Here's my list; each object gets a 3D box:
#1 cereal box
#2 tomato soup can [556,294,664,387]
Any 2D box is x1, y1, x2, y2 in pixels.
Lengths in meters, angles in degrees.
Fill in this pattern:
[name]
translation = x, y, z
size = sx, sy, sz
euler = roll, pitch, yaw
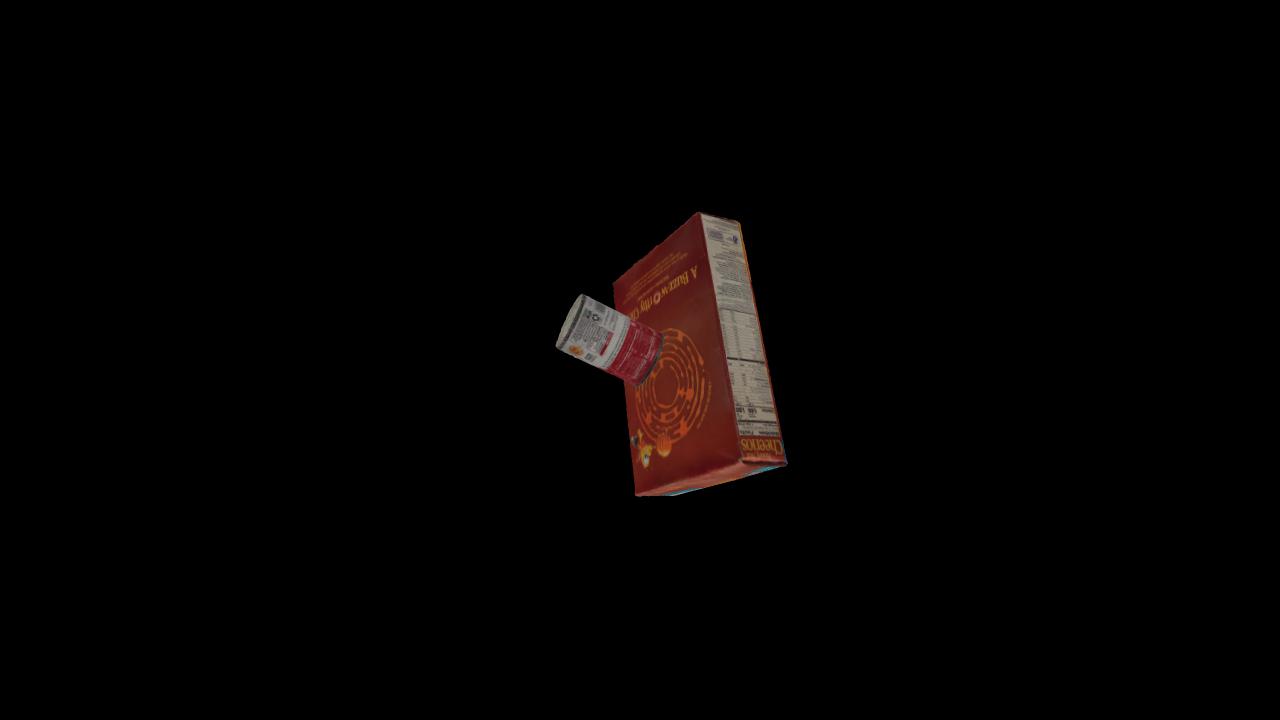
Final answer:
[cereal box]
translation = 0.059, 0.003, 0.761
size = 0.081, 0.306, 0.203
euler = 6, -24, -33
[tomato soup can]
translation = -0.034, -0.021, 0.673
size = 0.101, 0.068, 0.068
euler = 26, -7, -15
